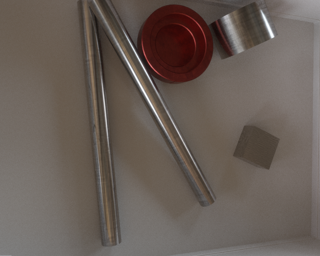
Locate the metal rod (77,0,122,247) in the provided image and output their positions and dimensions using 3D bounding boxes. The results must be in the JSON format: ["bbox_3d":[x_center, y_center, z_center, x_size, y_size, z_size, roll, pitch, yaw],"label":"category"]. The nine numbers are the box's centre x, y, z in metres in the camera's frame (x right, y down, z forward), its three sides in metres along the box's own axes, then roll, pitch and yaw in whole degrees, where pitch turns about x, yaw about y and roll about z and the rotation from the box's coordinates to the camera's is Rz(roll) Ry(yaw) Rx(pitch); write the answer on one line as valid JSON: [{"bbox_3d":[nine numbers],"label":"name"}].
[{"bbox_3d":[-0.075,-0.005,0.383,0.025,0.025,0.298,-6,92,-20],"label":"metal rod"}]

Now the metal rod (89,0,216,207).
[{"bbox_3d":[-0.002,-0.023,0.398,0.025,0.025,0.299,-34,106,-17],"label":"metal rod"}]

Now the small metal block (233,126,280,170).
[{"bbox_3d":[0.145,0.029,0.466,0.050,0.025,0.050,25,82,-19],"label":"small metal block"}]

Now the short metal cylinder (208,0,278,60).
[{"bbox_3d":[0.112,-0.134,0.424,0.081,0.080,0.050,-28,100,-18],"label":"short metal cylinder"}]

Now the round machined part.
[{"bbox_3d":[0.017,-0.107,0.409,0.099,0.042,0.097,0,90,-21],"label":"round machined part"}]
